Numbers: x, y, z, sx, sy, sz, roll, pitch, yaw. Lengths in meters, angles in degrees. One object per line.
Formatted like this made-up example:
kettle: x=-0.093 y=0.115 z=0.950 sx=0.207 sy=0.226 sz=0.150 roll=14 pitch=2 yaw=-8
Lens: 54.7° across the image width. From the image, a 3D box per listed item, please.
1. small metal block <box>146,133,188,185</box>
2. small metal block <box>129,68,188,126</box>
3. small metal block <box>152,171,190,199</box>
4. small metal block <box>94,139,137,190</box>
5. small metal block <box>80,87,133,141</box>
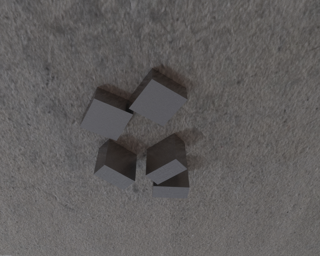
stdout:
small metal block: x=0.008 y=0.042 z=0.427 sx=0.050 sy=0.050 sz=0.025 roll=-32 pitch=124 yaw=23
small metal block: x=-0.002 y=-0.036 z=0.376 sx=0.050 sy=0.025 sz=0.050 roll=27 pitch=125 yaw=-22
small metal block: x=0.015 y=0.075 z=0.455 sx=0.050 sy=0.050 sz=0.025 roll=3 pitch=130 yaw=-3
small metal block: x=-0.061 y=0.051 z=0.433 sx=0.050 sy=0.050 sz=0.025 roll=34 pitch=122 yaw=-26
small metal block: x=-0.067 y=-0.017 z=0.392 sx=0.050 sy=0.025 sz=0.050 roll=23 pitch=126 yaw=-19
